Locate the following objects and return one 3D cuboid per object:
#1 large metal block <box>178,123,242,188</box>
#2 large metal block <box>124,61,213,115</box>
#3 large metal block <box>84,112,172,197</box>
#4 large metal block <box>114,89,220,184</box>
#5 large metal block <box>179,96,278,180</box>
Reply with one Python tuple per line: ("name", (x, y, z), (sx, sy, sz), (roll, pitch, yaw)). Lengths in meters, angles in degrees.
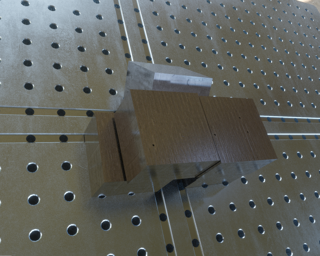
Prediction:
("large metal block", (0.067, 0.029, 0.411), (0.081, 0.050, 0.080), (-1, 62, -29))
("large metal block", (0.008, -0.052, 0.403), (0.081, 0.050, 0.080), (0, 20, -29))
("large metal block", (-0.037, 0.030, 0.356), (0.081, 0.050, 0.080), (1, 61, -28))
("large metal block", (0.005, 0.009, 0.323), (0.081, 0.050, 0.080), (0, 62, -29))
("large metal block", (0.077, 0.011, 0.362), (0.081, 0.050, 0.080), (0, 62, -29))
